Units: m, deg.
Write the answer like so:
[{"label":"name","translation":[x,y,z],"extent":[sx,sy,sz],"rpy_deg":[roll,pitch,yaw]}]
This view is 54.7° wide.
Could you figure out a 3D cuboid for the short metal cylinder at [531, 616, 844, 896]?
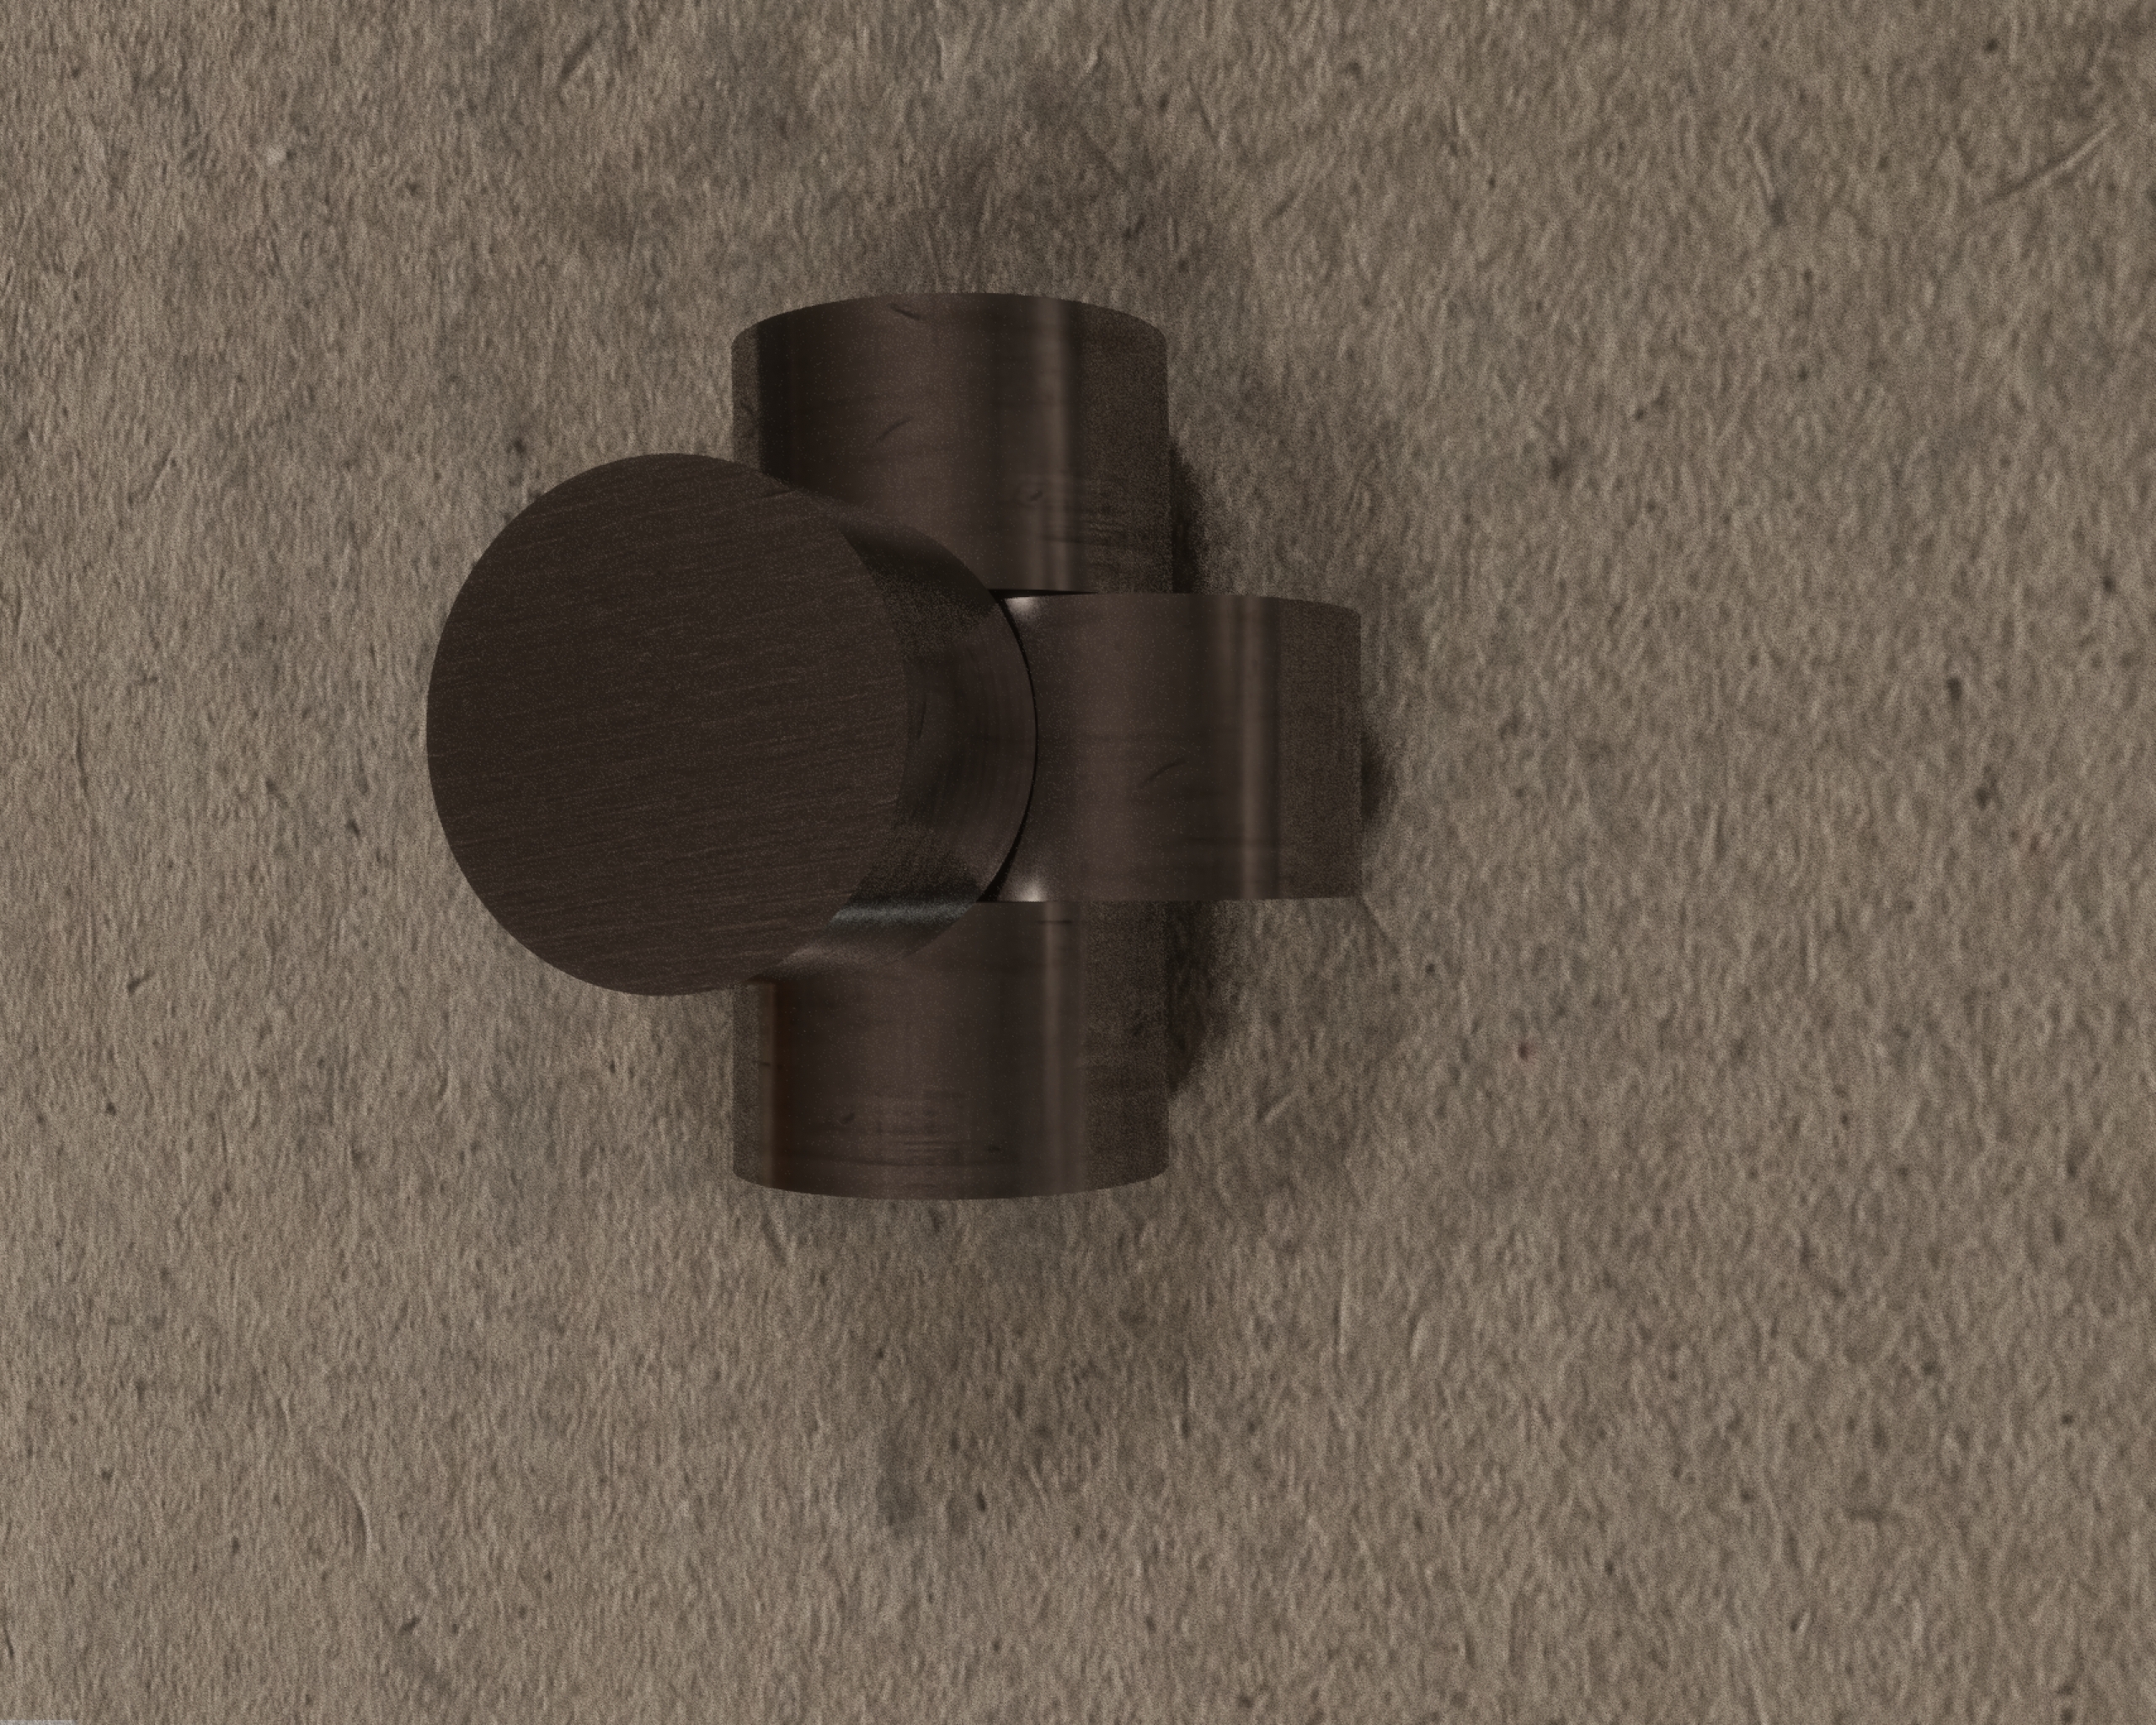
[{"label":"short metal cylinder","translation":[-0.066,-0.018,0.403],"extent":[0.080,0.080,0.050],"rpy_deg":[-1,90,19]}]

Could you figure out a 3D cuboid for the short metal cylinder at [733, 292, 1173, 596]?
[{"label":"short metal cylinder","translation":[-0.023,-0.070,0.388],"extent":[0.080,0.080,0.050],"rpy_deg":[-2,90,19]}]

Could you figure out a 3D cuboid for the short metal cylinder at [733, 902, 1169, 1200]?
[{"label":"short metal cylinder","translation":[-0.023,0.031,0.388],"extent":[0.080,0.080,0.050],"rpy_deg":[0,90,19]}]

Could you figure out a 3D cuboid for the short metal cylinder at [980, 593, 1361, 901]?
[{"label":"short metal cylinder","translation":[0.011,-0.019,0.376],"extent":[0.080,0.080,0.050],"rpy_deg":[0,90,19]}]

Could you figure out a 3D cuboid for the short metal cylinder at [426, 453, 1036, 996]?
[{"label":"short metal cylinder","translation":[-0.053,-0.020,0.329],"extent":[0.080,0.050,0.079],"rpy_deg":[0,90,19]}]
